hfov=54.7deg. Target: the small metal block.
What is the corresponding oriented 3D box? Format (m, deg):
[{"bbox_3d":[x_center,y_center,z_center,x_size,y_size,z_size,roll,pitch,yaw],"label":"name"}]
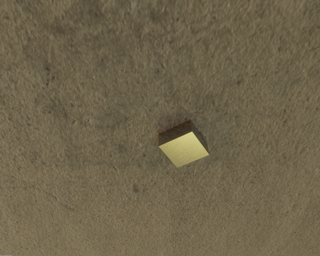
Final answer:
[{"bbox_3d":[0.033,0.022,0.427,0.050,0.025,0.050,-25,126,19],"label":"small metal block"}]
